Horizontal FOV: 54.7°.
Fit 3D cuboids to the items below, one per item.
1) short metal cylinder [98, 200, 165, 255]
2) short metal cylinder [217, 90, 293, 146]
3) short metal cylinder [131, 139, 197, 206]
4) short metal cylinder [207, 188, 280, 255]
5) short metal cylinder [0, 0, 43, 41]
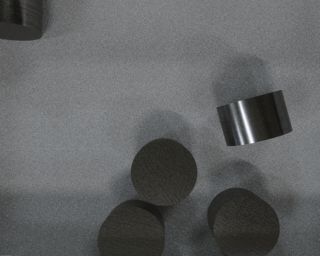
[{"bbox_3d":[-0.034,0.136,0.396,0.080,0.050,0.080,0,86,0],"label":"short metal cylinder"},{"bbox_3d":[0.116,-0.012,0.385,0.080,0.080,0.050,-15,90,0],"label":"short metal cylinder"},{"bbox_3d":[0.005,0.054,0.399,0.081,0.050,0.080,0,90,0],"label":"short metal cylinder"},{"bbox_3d":[0.105,0.122,0.400,0.081,0.050,0.080,0,90,0],"label":"short metal cylinder"},{"bbox_3d":[-0.188,-0.144,0.382,0.081,0.080,0.050,1,90,0],"label":"short metal cylinder"}]
